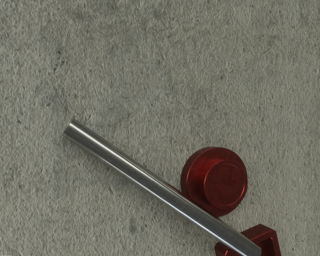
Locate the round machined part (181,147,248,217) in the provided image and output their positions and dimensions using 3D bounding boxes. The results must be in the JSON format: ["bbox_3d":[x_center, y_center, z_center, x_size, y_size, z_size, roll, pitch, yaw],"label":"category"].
[{"bbox_3d":[0.082,0.076,0.432,0.099,0.042,0.097,0,90,-21],"label":"round machined part"}]

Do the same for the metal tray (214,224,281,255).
[{"bbox_3d":[0.140,0.221,0.460,0.091,0.030,0.129,-16,96,-20],"label":"metal tray"}]

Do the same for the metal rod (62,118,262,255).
[{"bbox_3d":[0.010,0.086,0.397,0.301,0.025,0.025,36,78,-10],"label":"metal rod"}]
